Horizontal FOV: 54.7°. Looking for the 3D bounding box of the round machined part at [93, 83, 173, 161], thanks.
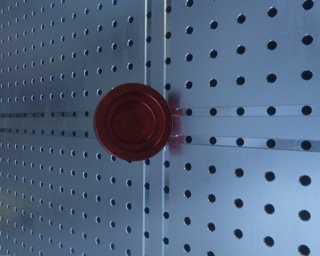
[{"bbox_3d":[-0.037,-0.007,0.402,0.042,0.099,0.097,173,95,-71],"label":"round machined part"}]
